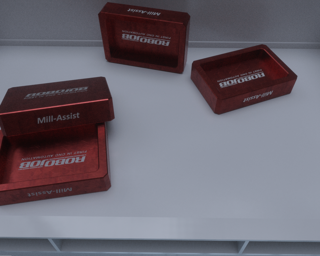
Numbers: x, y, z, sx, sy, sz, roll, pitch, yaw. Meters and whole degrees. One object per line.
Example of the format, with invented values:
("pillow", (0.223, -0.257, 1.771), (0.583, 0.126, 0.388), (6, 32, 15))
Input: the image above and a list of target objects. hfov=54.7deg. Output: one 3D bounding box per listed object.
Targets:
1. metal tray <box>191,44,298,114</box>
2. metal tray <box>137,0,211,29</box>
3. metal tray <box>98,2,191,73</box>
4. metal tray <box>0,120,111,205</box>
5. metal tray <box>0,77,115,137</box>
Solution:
("metal tray", (0.123, -0.077, 0.466), (0.131, 0.030, 0.090), (-16, 52, -14))
("metal tray", (0.024, -0.228, 0.596), (0.131, 0.030, 0.090), (-6, 50, -5))
("metal tray", (-0.023, -0.137, 0.477), (0.131, 0.090, 0.030), (11, 51, 9))
("metal tray", (-0.128, 0.037, 0.369), (0.131, 0.030, 0.090), (-7, 50, -6))
("metal tray", (-0.131, -0.032, 0.402), (0.131, 0.030, 0.090), (-9, 29, -12))
